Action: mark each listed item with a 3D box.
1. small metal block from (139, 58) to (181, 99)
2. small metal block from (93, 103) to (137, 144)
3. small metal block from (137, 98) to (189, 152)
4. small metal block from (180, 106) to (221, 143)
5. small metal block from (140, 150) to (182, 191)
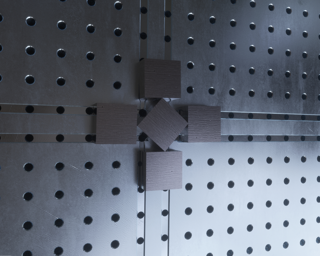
[{"bbox_3d":[0.000,-0.064,0.413,0.050,0.025,0.050,-1,90,-21],"label":"small metal block"},{"bbox_3d":[-0.057,-0.005,0.392,0.050,0.025,0.050,1,90,-21],"label":"small metal block"},{"bbox_3d":[0.001,-0.004,0.413,0.050,0.025,0.050,44,76,-15],"label":"small metal block"},{"bbox_3d":[0.057,-0.006,0.435,0.050,0.025,0.050,0,90,-21],"label":"small metal block"},{"bbox_3d":[0.002,0.056,0.414,0.050,0.025,0.050,0,90,-21],"label":"small metal block"}]
